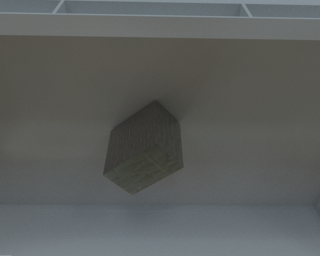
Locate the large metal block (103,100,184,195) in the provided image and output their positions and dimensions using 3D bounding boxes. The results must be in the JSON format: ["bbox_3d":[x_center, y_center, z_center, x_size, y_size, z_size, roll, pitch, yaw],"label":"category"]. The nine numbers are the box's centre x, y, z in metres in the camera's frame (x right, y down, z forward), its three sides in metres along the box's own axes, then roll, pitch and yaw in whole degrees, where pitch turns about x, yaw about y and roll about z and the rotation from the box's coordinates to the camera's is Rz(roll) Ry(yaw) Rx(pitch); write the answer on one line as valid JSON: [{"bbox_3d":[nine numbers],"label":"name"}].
[{"bbox_3d":[-0.020,0.025,0.390,0.080,0.080,0.050,-32,123,24],"label":"large metal block"}]
